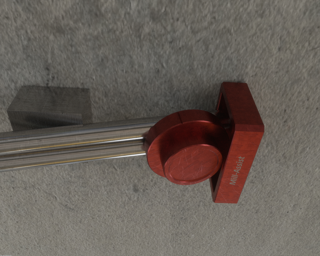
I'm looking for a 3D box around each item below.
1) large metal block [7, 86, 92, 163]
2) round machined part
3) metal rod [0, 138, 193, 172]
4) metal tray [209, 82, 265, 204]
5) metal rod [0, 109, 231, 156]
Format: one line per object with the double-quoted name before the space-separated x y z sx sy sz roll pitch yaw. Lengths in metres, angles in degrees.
"large metal block" -0.129 -0.003 0.383 0.081 0.050 0.079 2 130 -3
"round machined part" 0.034 0.029 0.359 0.099 0.042 0.097 -8 133 -8
"metal rod" -0.067 0.026 0.371 0.302 0.025 0.025 -6 131 -12
"metal tray" 0.086 0.020 0.384 0.030 0.090 0.129 3 130 -3
"metal rod" -0.065 0.005 0.353 0.302 0.025 0.025 -6 131 -12
